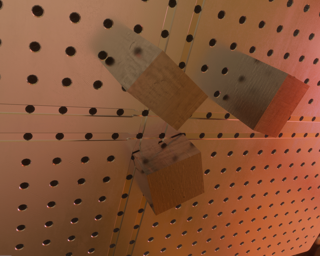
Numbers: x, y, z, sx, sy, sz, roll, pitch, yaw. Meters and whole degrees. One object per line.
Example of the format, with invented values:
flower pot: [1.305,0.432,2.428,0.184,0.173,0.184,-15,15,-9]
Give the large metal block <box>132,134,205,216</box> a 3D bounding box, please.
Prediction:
large metal block: [0.014,0.066,0.446,0.081,0.050,0.080,-21,127,-16]

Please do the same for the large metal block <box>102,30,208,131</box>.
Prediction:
large metal block: [-0.006,-0.053,0.341,0.050,0.080,0.080,-48,129,5]

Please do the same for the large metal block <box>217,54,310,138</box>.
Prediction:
large metal block: [0.139,-0.045,0.426,0.050,0.080,0.080,16,110,-35]
